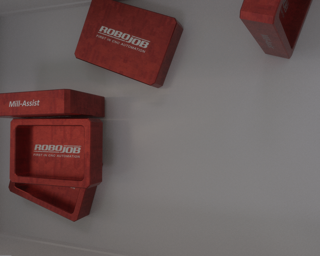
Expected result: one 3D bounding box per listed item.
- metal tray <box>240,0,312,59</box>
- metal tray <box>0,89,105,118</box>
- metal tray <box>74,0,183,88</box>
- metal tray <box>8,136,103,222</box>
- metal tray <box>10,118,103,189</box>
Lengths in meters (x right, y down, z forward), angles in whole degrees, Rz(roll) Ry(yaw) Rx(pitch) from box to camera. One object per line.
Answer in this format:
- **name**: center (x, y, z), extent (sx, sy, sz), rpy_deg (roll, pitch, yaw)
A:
- **metal tray**: center (0.124, -0.130, 0.309), extent (0.030, 0.131, 0.089), rpy_deg (22, 98, 28)
- **metal tray**: center (-0.155, -0.030, 0.430), extent (0.130, 0.090, 0.030), rpy_deg (-1, 89, 20)
- **metal tray**: center (-0.045, -0.118, 0.424), extent (0.130, 0.030, 0.089), rpy_deg (23, 97, 18)
- **metal tray**: center (-0.158, 0.072, 0.463), extent (0.130, 0.030, 0.089), rpy_deg (18, 96, 19)
- **metal tray**: center (-0.144, 0.032, 0.426), extent (0.130, 0.030, 0.089), rpy_deg (0, 89, 19)
